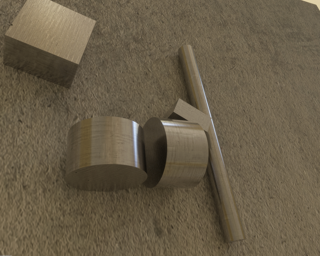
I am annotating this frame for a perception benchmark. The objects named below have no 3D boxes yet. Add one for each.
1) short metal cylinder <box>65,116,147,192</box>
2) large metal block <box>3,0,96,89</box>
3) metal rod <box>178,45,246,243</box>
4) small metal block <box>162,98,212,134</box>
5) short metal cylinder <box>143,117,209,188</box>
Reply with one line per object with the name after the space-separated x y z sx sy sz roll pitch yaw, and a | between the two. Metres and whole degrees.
-0.055 0.030 0.322 0.081 0.080 0.050 8 58 -24 | short metal cylinder
-0.134 -0.106 0.381 0.080 0.050 0.080 21 54 -17 | large metal block
0.066 0.004 0.438 0.025 0.025 0.299 4 60 -27 | metal rod
0.031 -0.005 0.409 0.050 0.050 0.025 30 52 -9 | small metal block
0.012 0.029 0.359 0.050 0.080 0.080 6 59 -26 | short metal cylinder
